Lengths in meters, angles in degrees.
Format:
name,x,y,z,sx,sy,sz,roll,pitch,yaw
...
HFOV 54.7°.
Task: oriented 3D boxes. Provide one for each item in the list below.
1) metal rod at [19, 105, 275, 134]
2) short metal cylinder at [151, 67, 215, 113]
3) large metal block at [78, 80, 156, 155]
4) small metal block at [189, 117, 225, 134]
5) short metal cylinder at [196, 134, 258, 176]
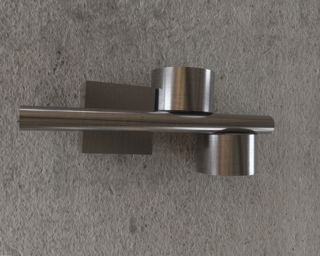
name,x,y,z,sx,sy,sz,roll,pitch,yaw
metal rod,0.004,-0.007,0.358,0.303,0.025,0.025,1,90,-22
short metal cylinder,0.028,-0.045,0.393,0.081,0.080,0.050,2,90,-20
large metal block,-0.054,-0.010,0.374,0.081,0.050,0.079,3,89,-20
small metal block,0.052,-0.005,0.416,0.050,0.050,0.025,1,90,-20
short metal cylinder,0.089,0.033,0.415,0.081,0.080,0.050,0,90,-20
